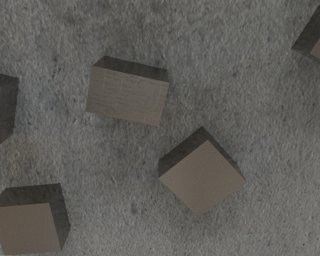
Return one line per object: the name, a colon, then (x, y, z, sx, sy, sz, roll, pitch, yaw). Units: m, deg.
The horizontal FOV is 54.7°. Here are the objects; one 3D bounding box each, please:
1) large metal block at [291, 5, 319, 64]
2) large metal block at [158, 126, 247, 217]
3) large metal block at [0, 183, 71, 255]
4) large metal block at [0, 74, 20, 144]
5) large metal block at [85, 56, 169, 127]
large metal block: (0.219, -0.108, 0.360, 0.080, 0.050, 0.080, 25, 108, -10)
large metal block: (0.055, 0.058, 0.419, 0.080, 0.050, 0.080, -40, 106, 13)
large metal block: (-0.181, 0.130, 0.442, 0.080, 0.050, 0.079, -5, 110, 1)
large metal block: (-0.229, -0.029, 0.383, 0.081, 0.050, 0.079, 14, 109, -6)
large metal block: (-0.035, -0.046, 0.363, 0.081, 0.080, 0.050, 12, 110, -5)
